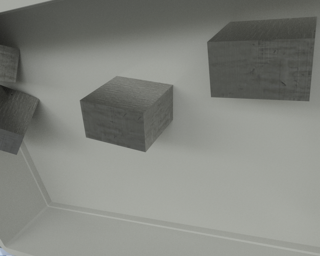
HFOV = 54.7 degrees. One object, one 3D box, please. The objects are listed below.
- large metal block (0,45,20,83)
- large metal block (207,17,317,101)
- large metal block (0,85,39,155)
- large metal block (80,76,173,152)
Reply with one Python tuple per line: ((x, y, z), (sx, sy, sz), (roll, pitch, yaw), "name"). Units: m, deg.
((-0.263, -0.098, 0.436), (0.080, 0.080, 0.050), (12, 98, 17), "large metal block")
((0.095, -0.065, 0.282), (0.080, 0.080, 0.050), (5, 121, 25), "large metal block")
((-0.241, -0.016, 0.469), (0.080, 0.080, 0.050), (22, 132, -22), "large metal block")
((-0.037, -0.021, 0.378), (0.080, 0.080, 0.050), (12, 124, 21), "large metal block")
